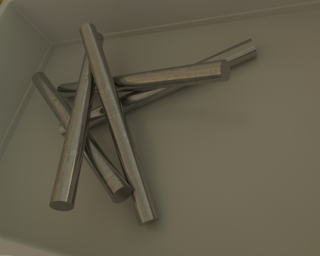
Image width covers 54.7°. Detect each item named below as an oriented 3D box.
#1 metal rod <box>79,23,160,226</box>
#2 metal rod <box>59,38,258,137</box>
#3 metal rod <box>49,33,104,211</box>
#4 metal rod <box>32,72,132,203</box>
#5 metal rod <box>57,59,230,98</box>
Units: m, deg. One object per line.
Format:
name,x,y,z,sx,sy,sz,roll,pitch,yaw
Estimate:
metal rod,-0.061,-0.022,0.408,0.025,0.025,0.299,-26,65,12
metal rod,-0.012,-0.051,0.441,0.301,0.025,0.025,-22,54,14
metal rod,-0.104,-0.034,0.419,0.025,0.025,0.300,-17,48,18
metal rod,-0.125,-0.006,0.438,0.025,0.025,0.300,-44,50,-3
metal rod,-0.046,-0.064,0.438,0.300,0.025,0.025,0,61,37
